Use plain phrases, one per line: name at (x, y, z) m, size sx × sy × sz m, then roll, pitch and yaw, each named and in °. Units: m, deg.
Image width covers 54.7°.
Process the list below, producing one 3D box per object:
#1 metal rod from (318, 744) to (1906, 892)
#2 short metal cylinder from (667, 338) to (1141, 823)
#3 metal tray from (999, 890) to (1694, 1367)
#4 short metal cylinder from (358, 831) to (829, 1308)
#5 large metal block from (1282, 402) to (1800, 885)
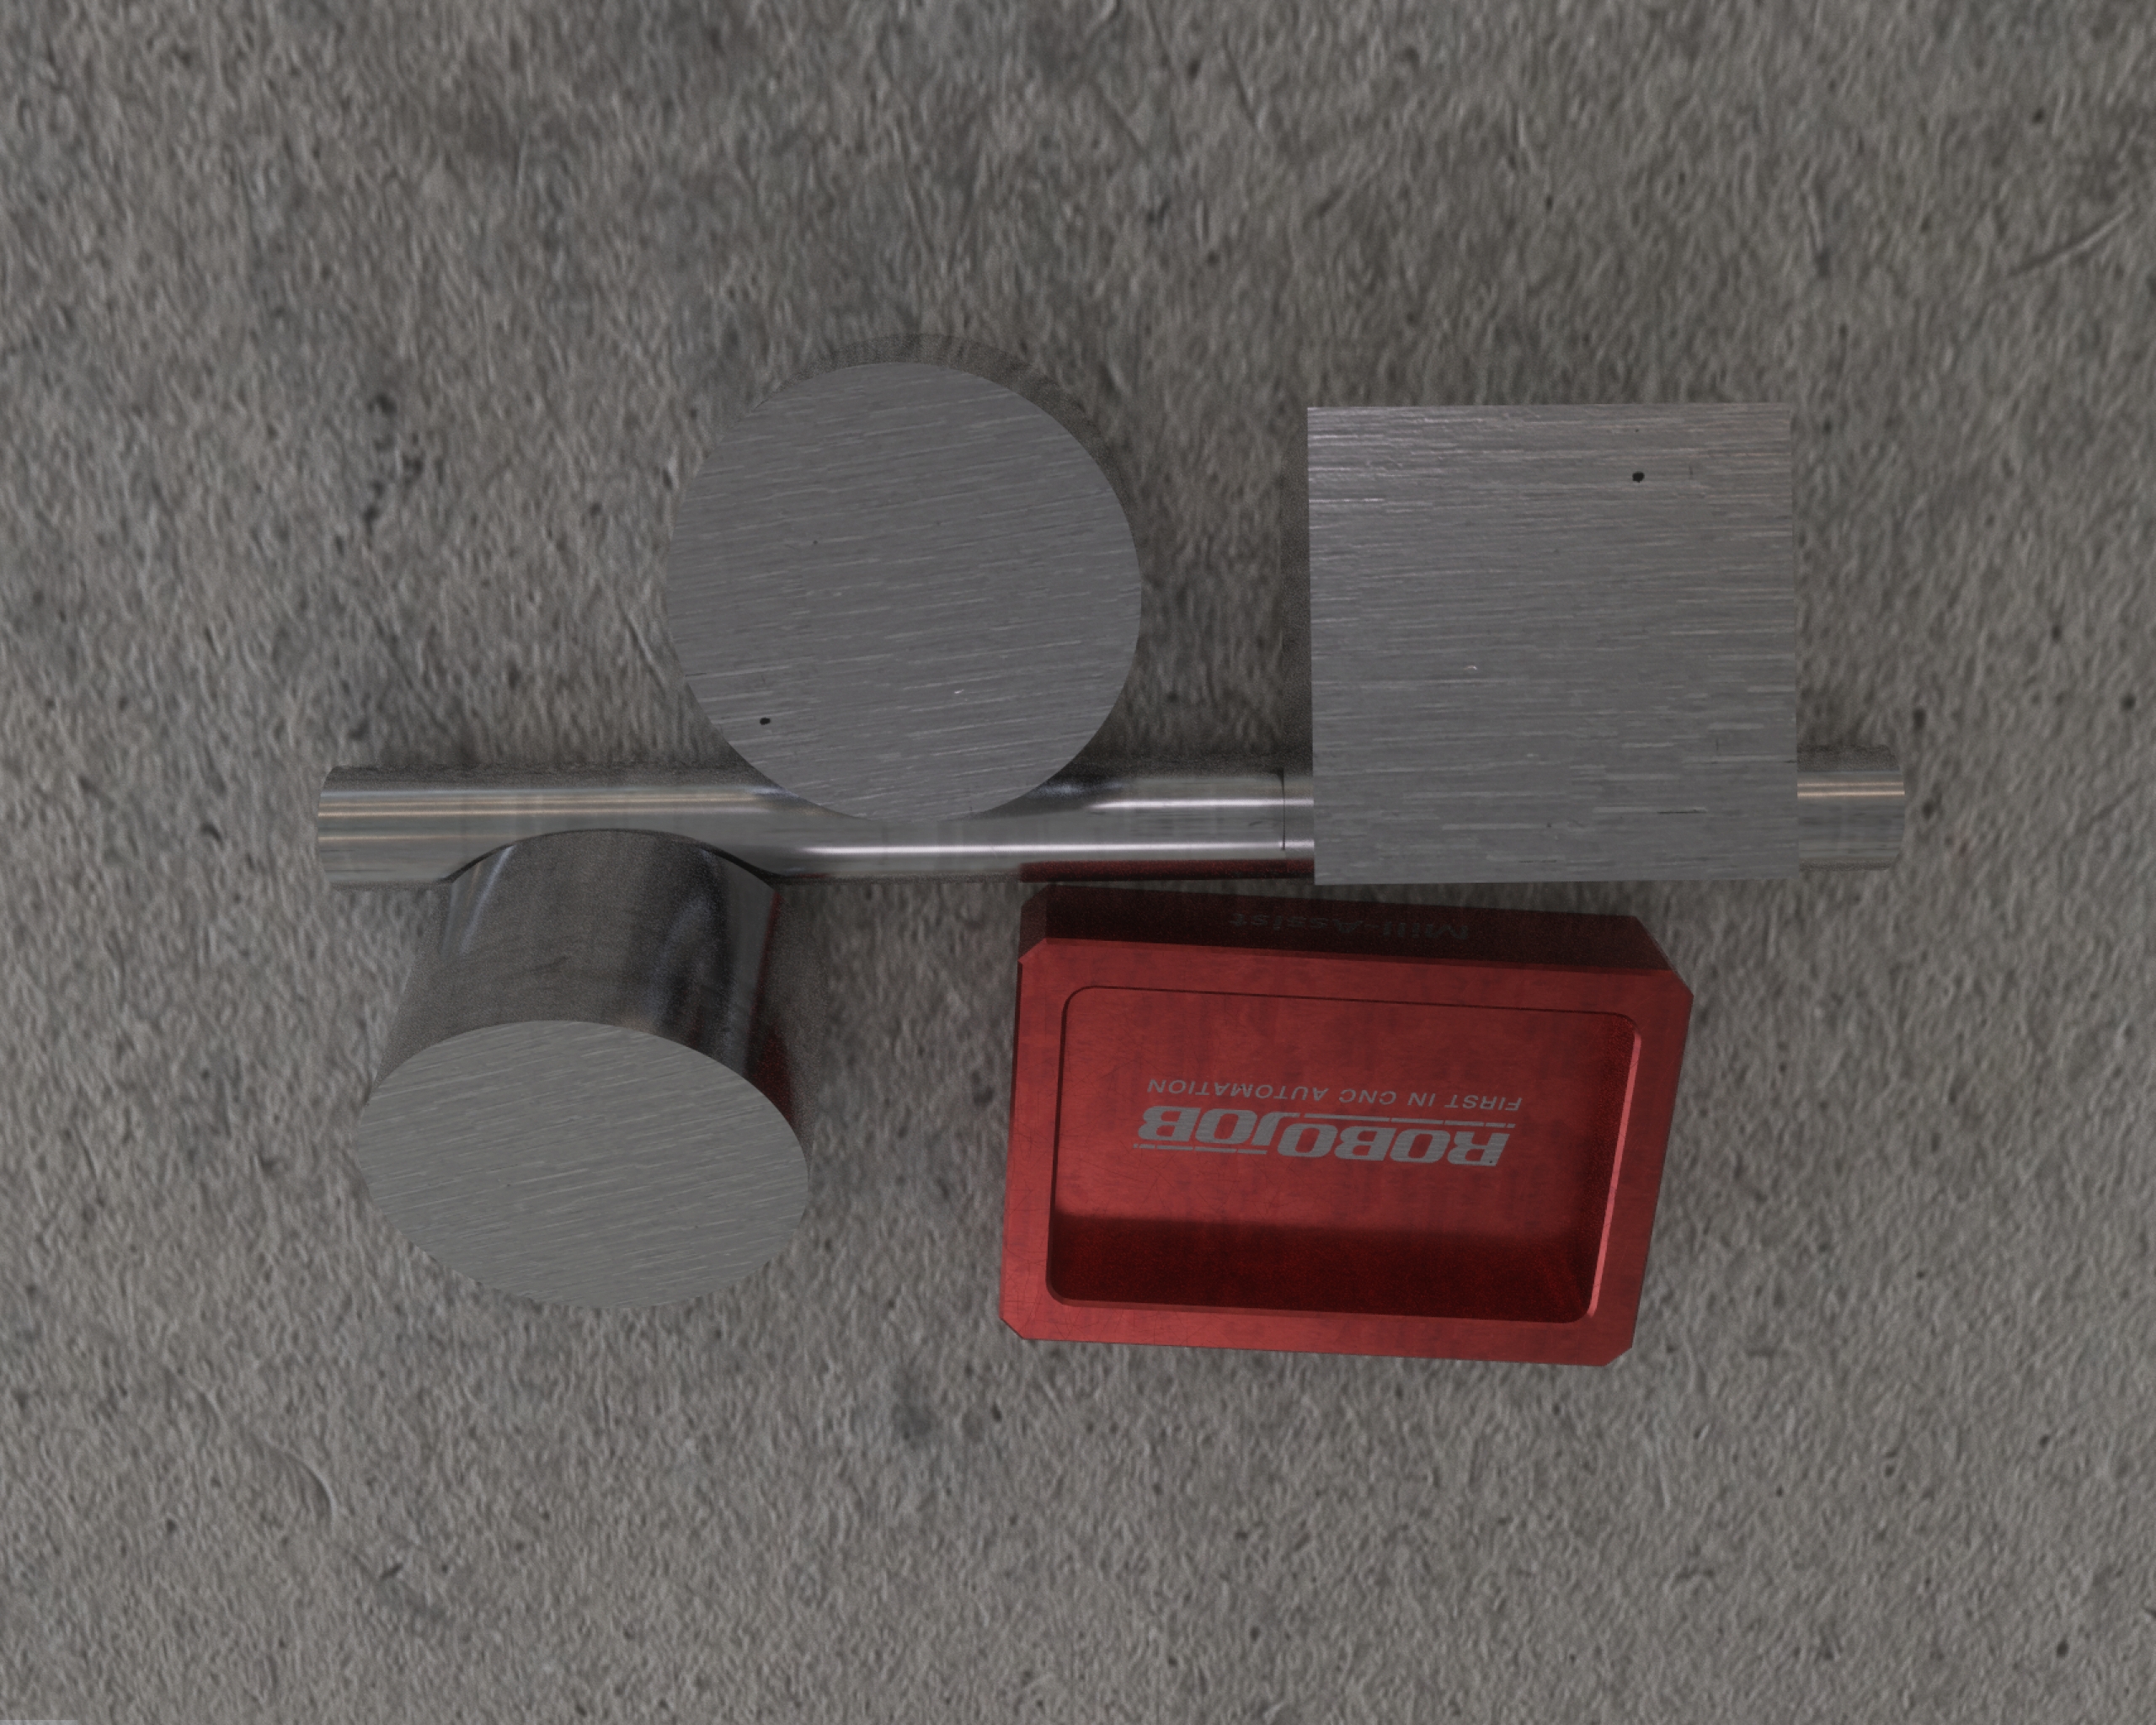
metal rod at (0.007, -0.009, 0.409) m, size 0.302 × 0.025 × 0.025 m, roll -1°, pitch 110°, yaw 0°
short metal cylinder at (-0.029, -0.053, 0.378) m, size 0.081 × 0.050 × 0.079 m, roll 0°, pitch 110°, yaw 0°
metal tray at (0.051, 0.055, 0.428) m, size 0.131 × 0.030 × 0.089 m, roll 3°, pitch 110°, yaw -2°
short metal cylinder at (-0.090, 0.040, 0.399) m, size 0.081 × 0.050 × 0.079 m, roll -1°, pitch 131°, yaw -1°
large metal block at (0.079, -0.036, 0.372) m, size 0.081 × 0.050 × 0.080 m, roll -1°, pitch 89°, yaw 0°
